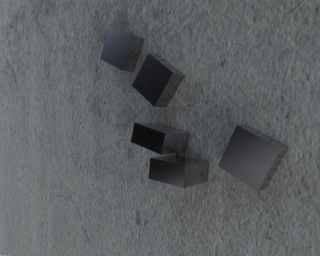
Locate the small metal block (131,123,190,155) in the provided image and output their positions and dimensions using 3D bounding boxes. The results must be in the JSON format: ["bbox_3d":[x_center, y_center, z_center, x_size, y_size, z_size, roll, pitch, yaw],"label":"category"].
[{"bbox_3d":[0.001,0.012,0.386,0.050,0.050,0.025,19,102,38],"label":"small metal block"}]

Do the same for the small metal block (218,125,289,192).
[{"bbox_3d":[0.097,0.030,0.324,0.050,0.025,0.050,33,110,34],"label":"small metal block"}]

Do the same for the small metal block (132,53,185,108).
[{"bbox_3d":[-0.003,-0.062,0.406,0.050,0.025,0.050,44,116,30],"label":"small metal block"}]

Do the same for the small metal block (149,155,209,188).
[{"bbox_3d":[0.023,0.050,0.368,0.050,0.050,0.025,8,95,39],"label":"small metal block"}]

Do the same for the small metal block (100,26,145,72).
[{"bbox_3d":[-0.055,-0.114,0.448,0.050,0.025,0.050,32,110,35],"label":"small metal block"}]
